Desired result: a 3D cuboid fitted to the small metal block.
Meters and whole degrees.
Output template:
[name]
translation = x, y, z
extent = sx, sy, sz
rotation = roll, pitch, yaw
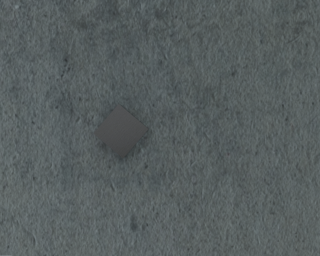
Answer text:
[small metal block]
translation = -0.050, 0.004, 0.410
extent = 0.050, 0.025, 0.050
rotation = 41, 90, 0
